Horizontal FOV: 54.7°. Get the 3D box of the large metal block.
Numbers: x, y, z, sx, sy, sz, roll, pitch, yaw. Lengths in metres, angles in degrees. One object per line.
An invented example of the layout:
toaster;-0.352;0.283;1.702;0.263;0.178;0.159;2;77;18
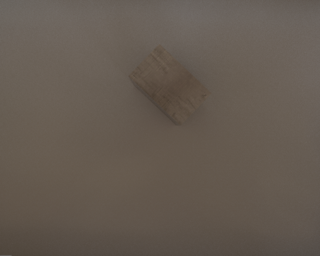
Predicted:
large metal block;0.011;-0.048;0.384;0.080;0.080;0.050;44;90;-1
